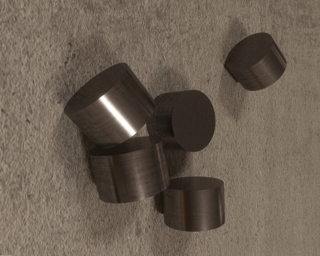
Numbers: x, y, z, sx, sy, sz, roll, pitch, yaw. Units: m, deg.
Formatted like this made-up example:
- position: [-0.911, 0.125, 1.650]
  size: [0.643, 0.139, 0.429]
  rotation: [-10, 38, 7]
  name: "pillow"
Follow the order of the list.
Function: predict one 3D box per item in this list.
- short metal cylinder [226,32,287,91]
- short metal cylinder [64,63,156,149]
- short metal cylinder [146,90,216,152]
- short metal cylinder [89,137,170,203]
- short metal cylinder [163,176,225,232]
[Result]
- position: [0.155, -0.107, 0.502]
  size: [0.050, 0.080, 0.080]
  rotation: [42, 65, -33]
  name: "short metal cylinder"
- position: [-0.052, -0.024, 0.327]
  size: [0.080, 0.080, 0.050]
  rotation: [-53, 121, -27]
  name: "short metal cylinder"
- position: [0.029, -0.009, 0.415]
  size: [0.081, 0.050, 0.079]
  rotation: [0, 90, -40]
  name: "short metal cylinder"
- position: [-0.033, 0.043, 0.343]
  size: [0.081, 0.080, 0.050]
  rotation: [-17, 102, -39]
  name: "short metal cylinder"
- position: [0.044, 0.097, 0.409]
  size: [0.081, 0.080, 0.050]
  rotation: [-5, 94, -40]
  name: "short metal cylinder"
